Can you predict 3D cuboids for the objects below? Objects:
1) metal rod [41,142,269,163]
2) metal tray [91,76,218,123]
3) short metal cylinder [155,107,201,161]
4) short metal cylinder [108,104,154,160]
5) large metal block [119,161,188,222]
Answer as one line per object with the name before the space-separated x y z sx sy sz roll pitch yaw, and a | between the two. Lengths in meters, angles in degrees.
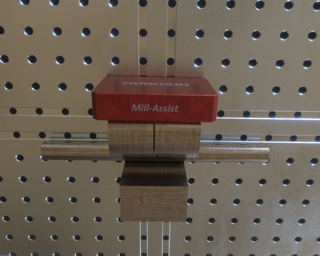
metal rod | -0.006 0.033 0.421 0.302 0.025 0.025 1 110 -1
metal tray | -0.005 -0.036 0.361 0.131 0.090 0.030 1 110 -1
short metal cylinder | 0.020 0.000 0.381 0.050 0.080 0.079 2 110 -1
short metal cylinder | -0.033 -0.001 0.381 0.050 0.080 0.079 1 110 0
large metal block | -0.008 0.077 0.408 0.081 0.080 0.050 1 110 -1
